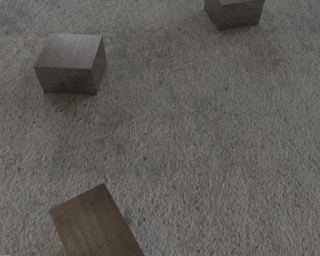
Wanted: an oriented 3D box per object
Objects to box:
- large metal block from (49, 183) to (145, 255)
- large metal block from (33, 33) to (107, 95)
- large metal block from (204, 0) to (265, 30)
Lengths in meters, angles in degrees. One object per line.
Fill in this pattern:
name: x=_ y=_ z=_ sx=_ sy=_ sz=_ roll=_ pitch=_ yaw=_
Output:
large metal block: x=-0.050 y=0.110 z=0.275 sx=0.050 sy=0.080 sz=0.080 roll=-25 pitch=55 yaw=-19
large metal block: x=-0.131 y=-0.097 z=0.468 sx=0.080 sy=0.050 sz=0.080 roll=3 pitch=50 yaw=2
large metal block: x=0.137 y=-0.233 z=0.584 sx=0.081 sy=0.050 sz=0.080 roll=-11 pitch=51 yaw=-9
